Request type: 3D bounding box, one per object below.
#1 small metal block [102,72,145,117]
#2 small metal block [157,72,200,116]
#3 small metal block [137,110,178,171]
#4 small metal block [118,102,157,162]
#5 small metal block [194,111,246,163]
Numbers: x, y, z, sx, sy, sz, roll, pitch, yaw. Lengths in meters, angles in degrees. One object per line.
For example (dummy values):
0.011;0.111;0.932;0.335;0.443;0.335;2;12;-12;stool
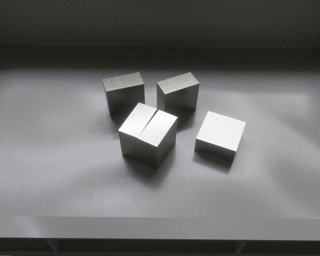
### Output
-0.049;-0.045;0.426;0.050;0.050;0.025;-13;52;-11;small metal block
0.024;-0.044;0.426;0.050;0.050;0.025;-20;53;-16;small metal block
-0.002;0.015;0.376;0.025;0.050;0.050;23;54;18;small metal block
-0.026;0.006;0.384;0.025;0.050;0.050;20;53;16;small metal block
0.077;0.011;0.397;0.050;0.025;0.050;18;52;14;small metal block
